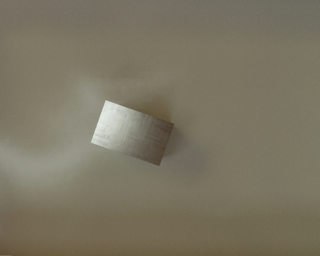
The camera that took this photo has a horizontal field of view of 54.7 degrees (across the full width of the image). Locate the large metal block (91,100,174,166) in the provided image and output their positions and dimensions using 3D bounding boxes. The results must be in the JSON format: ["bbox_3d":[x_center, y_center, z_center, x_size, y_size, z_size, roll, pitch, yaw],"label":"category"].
[{"bbox_3d":[-0.031,0.006,0.384,0.080,0.080,0.050,19,90,-1],"label":"large metal block"}]
